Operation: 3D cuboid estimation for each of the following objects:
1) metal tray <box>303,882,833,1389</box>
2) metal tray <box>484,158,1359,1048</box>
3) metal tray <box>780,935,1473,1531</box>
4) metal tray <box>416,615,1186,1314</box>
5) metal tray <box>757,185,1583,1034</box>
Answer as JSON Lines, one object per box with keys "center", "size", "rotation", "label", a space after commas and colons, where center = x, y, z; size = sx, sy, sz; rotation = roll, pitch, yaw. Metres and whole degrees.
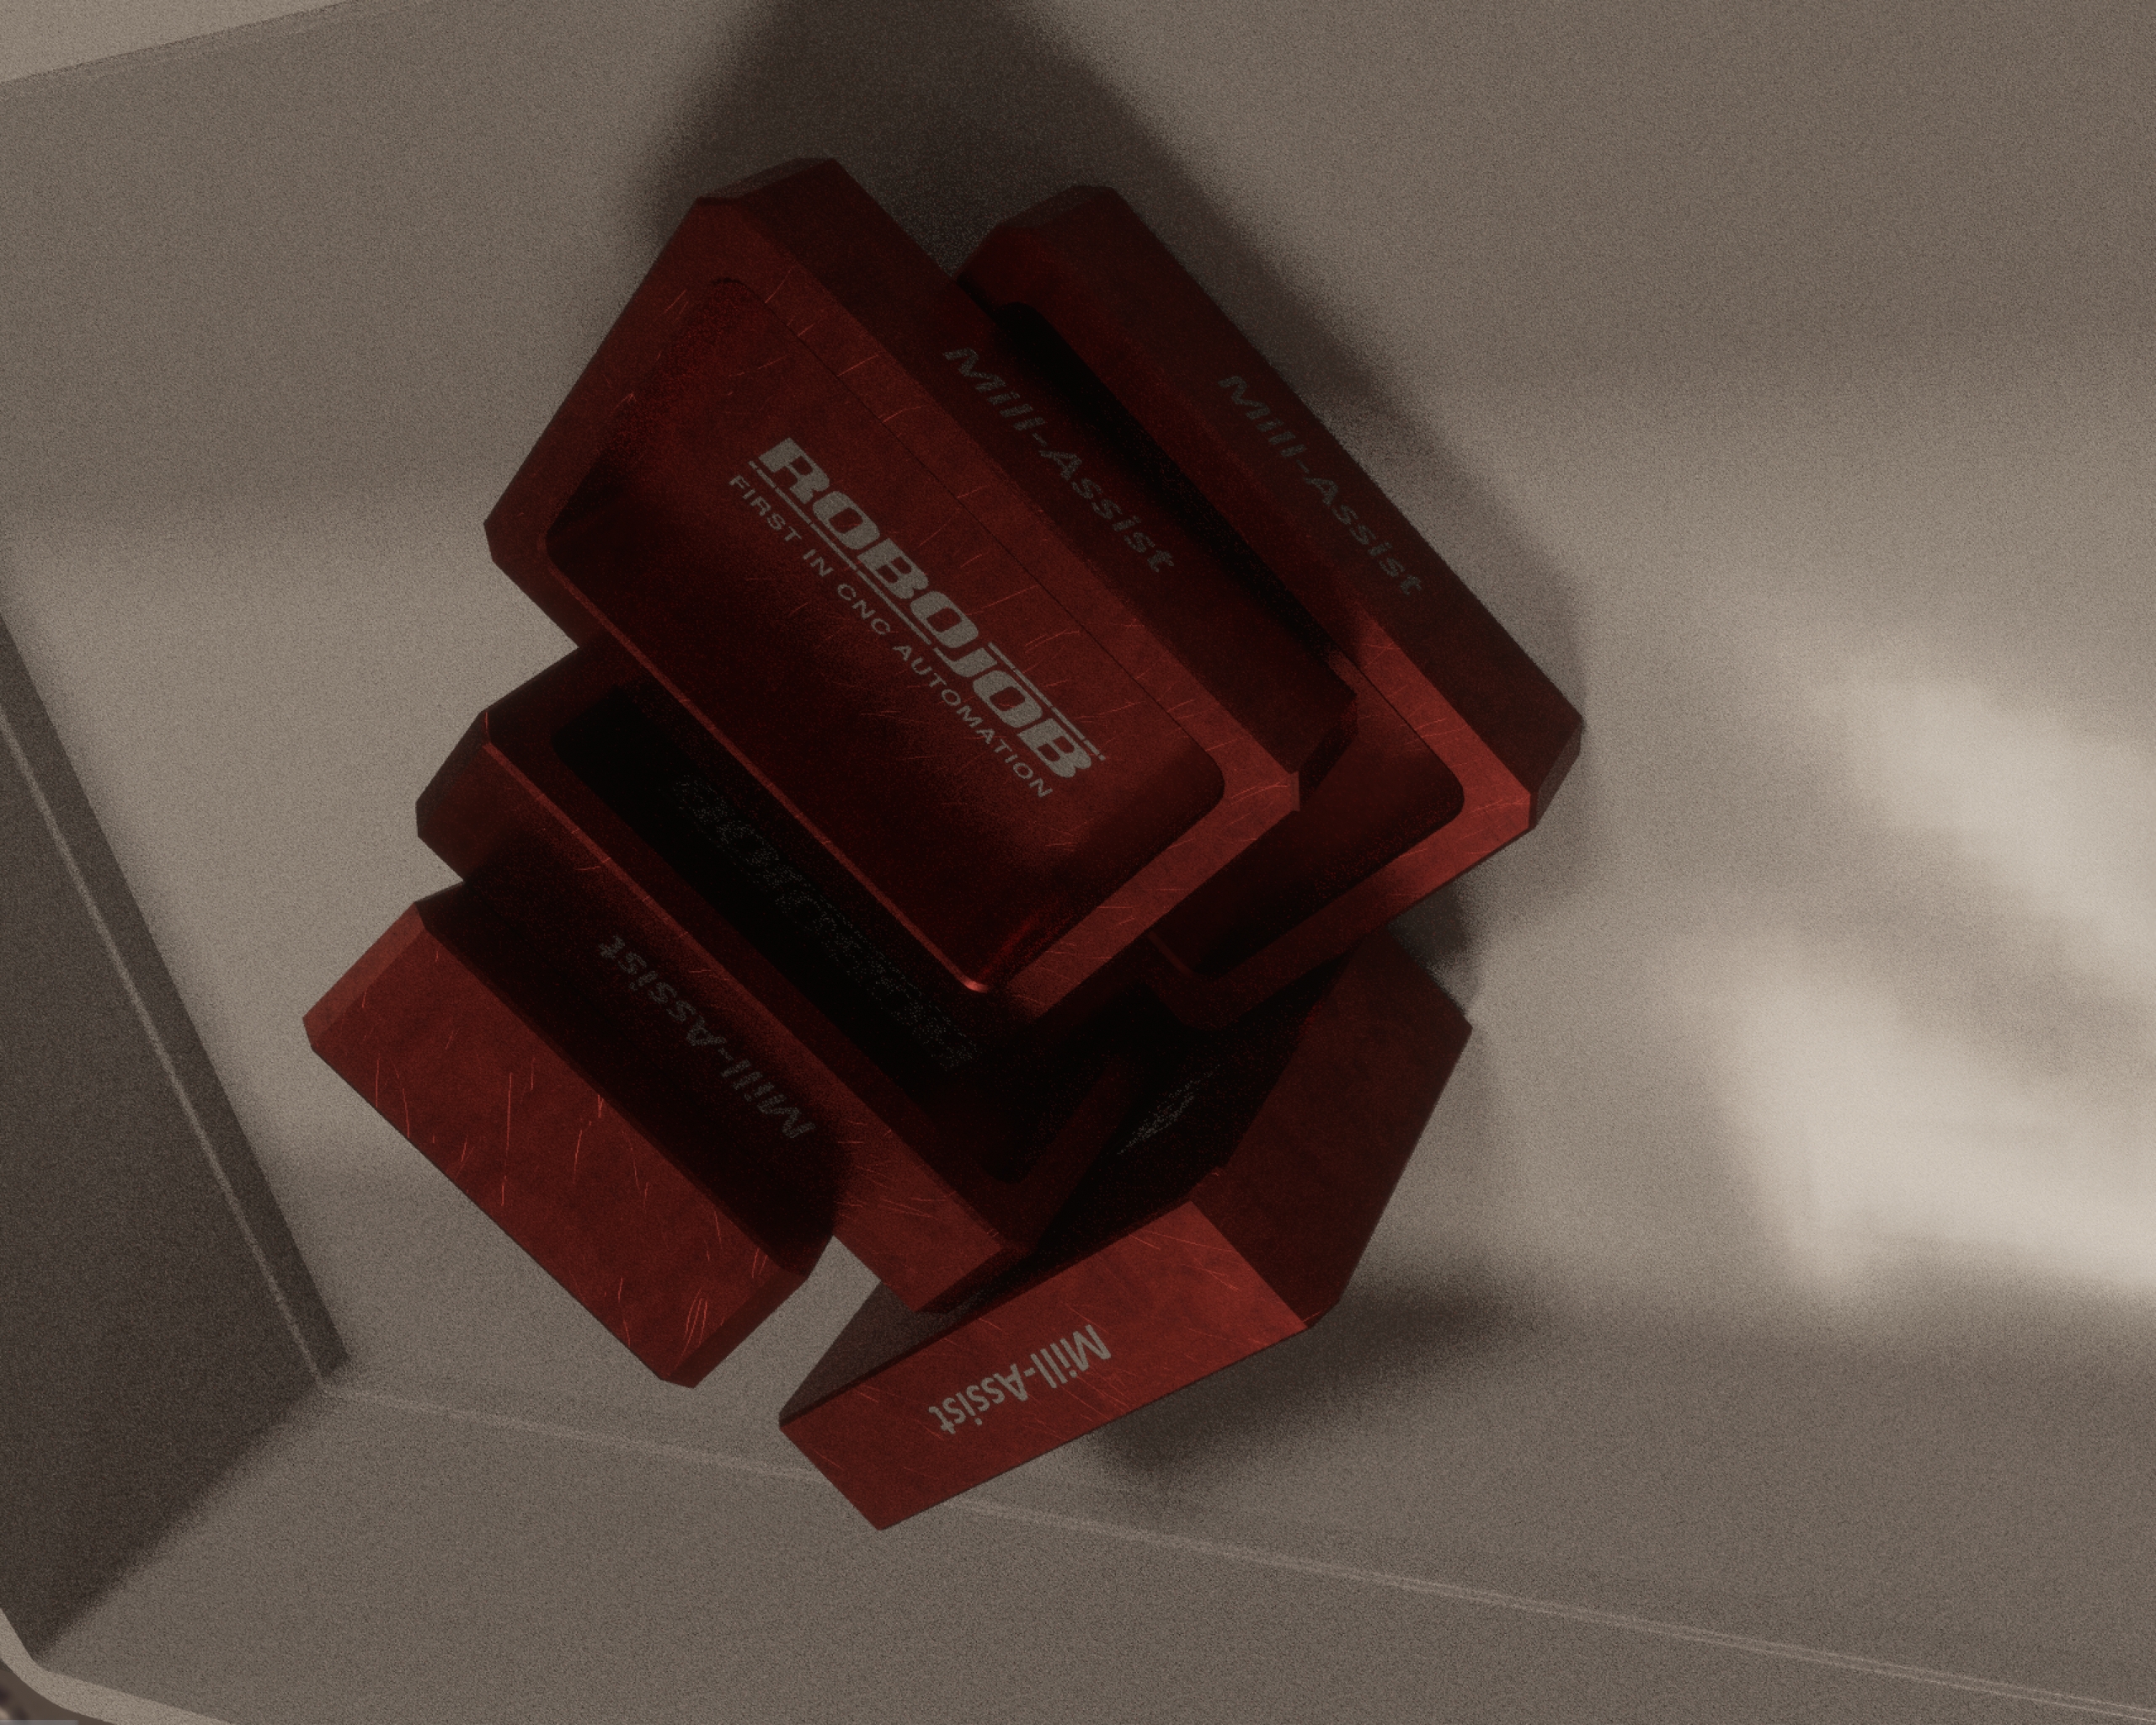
{"center": [-0.083, 0.039, 0.406], "size": [0.090, 0.130, 0.030], "rotation": [45, 99, -3], "label": "metal tray"}
{"center": [-0.029, -0.040, 0.353], "size": [0.130, 0.030, 0.090], "rotation": [45, 129, -3], "label": "metal tray"}
{"center": [0.008, 0.070, 0.402], "size": [0.030, 0.090, 0.129], "rotation": [49, 128, -6], "label": "metal tray"}
{"center": [-0.045, 0.009, 0.391], "size": [0.130, 0.090, 0.030], "rotation": [45, 129, -3], "label": "metal tray"}
{"center": [0.013, -0.041, 0.372], "size": [0.130, 0.030, 0.090], "rotation": [48, 130, -5], "label": "metal tray"}
